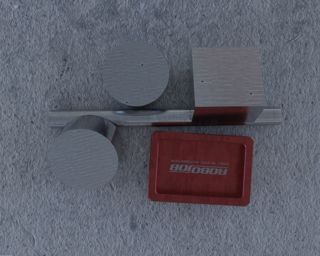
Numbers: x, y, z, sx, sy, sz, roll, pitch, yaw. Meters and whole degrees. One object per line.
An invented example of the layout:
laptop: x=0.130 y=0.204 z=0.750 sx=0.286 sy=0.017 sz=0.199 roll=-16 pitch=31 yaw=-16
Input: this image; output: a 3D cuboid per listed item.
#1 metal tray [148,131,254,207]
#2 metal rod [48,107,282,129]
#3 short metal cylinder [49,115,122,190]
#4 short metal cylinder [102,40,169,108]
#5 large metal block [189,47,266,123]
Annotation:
metal tray: x=0.052 y=0.052 z=0.408 sx=0.131 sy=0.030 sz=0.089 roll=3 pitch=90 yaw=0
metal rod: x=0.007 y=-0.014 z=0.412 sx=0.302 sy=0.025 sz=0.025 roll=-1 pitch=90 yaw=0
short metal cylinder: x=-0.089 y=0.029 z=0.386 sx=0.081 sy=0.050 sz=0.079 roll=0 pitch=111 yaw=-1
short metal cylinder: x=-0.029 y=-0.066 z=0.398 sx=0.081 sy=0.050 sz=0.080 roll=0 pitch=90 yaw=0
large metal block: x=0.080 y=-0.053 z=0.387 sx=0.081 sy=0.050 sz=0.080 roll=-1 pitch=69 yaw=0
